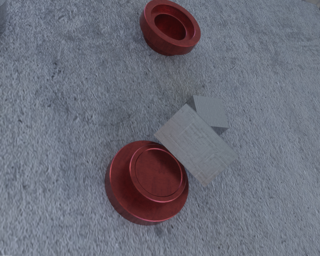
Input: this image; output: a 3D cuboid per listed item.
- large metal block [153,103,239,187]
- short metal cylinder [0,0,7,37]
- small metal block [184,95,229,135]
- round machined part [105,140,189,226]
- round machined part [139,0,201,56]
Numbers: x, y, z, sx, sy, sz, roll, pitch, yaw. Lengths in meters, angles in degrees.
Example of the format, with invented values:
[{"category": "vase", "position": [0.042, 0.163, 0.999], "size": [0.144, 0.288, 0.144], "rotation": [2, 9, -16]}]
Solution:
[{"category": "large metal block", "position": [0.044, 0.017, 0.376], "size": [0.080, 0.050, 0.080], "rotation": [46, 7, 3]}, {"category": "short metal cylinder", "position": [-0.222, -0.144, 0.357], "size": [0.081, 0.050, 0.080], "rotation": [14, 56, -21]}, {"category": "small metal block", "position": [0.068, -0.018, 0.453], "size": [0.050, 0.025, 0.050], "rotation": [5, 60, -26]}, {"category": "round machined part", "position": [-0.009, 0.057, 0.354], "size": [0.099, 0.042, 0.098], "rotation": [14, 56, -21]}, {"category": "round machined part", "position": [0.013, -0.155, 0.496], "size": [0.099, 0.042, 0.098], "rotation": [14, 56, -21]}]
